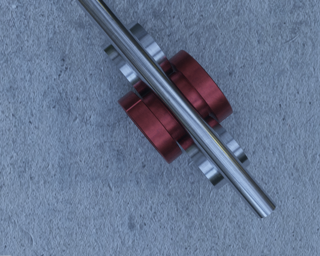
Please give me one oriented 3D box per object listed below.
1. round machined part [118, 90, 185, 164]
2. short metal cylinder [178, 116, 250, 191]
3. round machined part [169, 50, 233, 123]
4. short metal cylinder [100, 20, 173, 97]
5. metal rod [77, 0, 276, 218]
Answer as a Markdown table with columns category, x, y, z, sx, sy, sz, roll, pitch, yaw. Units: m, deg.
| category | x | y | z | sx | sy | sz | roll | pitch | yaw |
| --- | --- | --- | --- | --- | --- | --- | --- | --- | --- |
| round machined part | -0.004 | -0.007 | 0.373 | 0.042 | 0.098 | 0.098 | -39 | 91 | -4 |
| short metal cylinder | 0.065 | 0.030 | 0.384 | 0.050 | 0.080 | 0.080 | -39 | 91 | 0 |
| round machined part | 0.040 | -0.043 | 0.375 | 0.042 | 0.098 | 0.098 | -39 | 90 | 5 |
| short metal cylinder | -0.028 | -0.084 | 0.383 | 0.050 | 0.080 | 0.080 | -39 | 91 | 0 |
| metal rod | 0.018 | -0.026 | 0.332 | 0.025 | 0.025 | 0.300 | -40 | 91 | 0 |
